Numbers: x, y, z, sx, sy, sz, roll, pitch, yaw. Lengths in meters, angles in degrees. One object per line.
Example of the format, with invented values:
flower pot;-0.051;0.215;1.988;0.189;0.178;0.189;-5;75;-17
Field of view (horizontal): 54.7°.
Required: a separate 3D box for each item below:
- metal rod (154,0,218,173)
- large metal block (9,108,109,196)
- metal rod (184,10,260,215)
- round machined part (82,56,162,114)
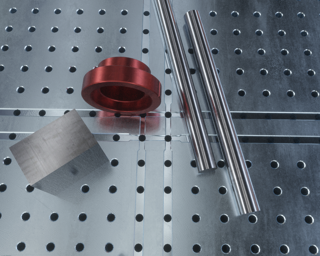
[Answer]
metal rod;0.030;-0.084;0.442;0.025;0.025;0.299;-11;70;-4
large metal block;-0.114;0.032;0.369;0.080;0.080;0.050;-33;74;-12
metal rod;0.079;-0.035;0.425;0.025;0.025;0.299;-11;70;-4
round machined part;-0.047;-0.055;0.392;0.099;0.098;0.042;3;70;1
